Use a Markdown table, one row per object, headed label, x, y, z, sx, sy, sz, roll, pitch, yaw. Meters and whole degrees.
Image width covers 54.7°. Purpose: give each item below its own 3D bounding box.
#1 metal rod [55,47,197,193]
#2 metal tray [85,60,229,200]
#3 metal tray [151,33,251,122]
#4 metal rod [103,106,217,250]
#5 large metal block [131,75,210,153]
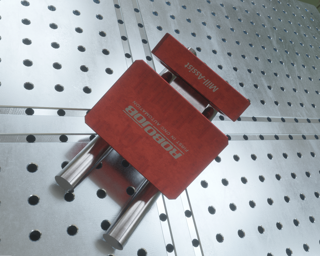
| label | x | y | z | sx | sy | sz | roll | pitch | yaw |
| --- | --- | --- | --- | --- | --- | --- | --- | --- | --- |
| metal rod | -0.025 | -0.032 | 0.416 | 0.025 | 0.025 | 0.301 | 40 | 51 | -1 |
| metal tray | -0.004 | 0.002 | 0.337 | 0.130 | 0.030 | 0.090 | 43 | 94 | 0 |
| metal tray | 0.051 | -0.064 | 0.406 | 0.130 | 0.030 | 0.090 | 40 | 7 | -2 |
| metal rod | 0.028 | 0.027 | 0.409 | 0.025 | 0.025 | 0.301 | 41 | 51 | -1 |
| large metal block | 0.018 | -0.021 | 0.396 | 0.050 | 0.080 | 0.080 | 41 | 51 | -1 |
